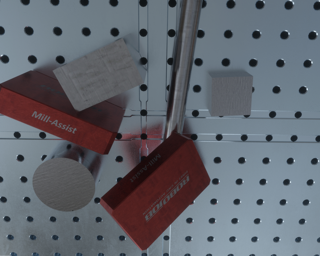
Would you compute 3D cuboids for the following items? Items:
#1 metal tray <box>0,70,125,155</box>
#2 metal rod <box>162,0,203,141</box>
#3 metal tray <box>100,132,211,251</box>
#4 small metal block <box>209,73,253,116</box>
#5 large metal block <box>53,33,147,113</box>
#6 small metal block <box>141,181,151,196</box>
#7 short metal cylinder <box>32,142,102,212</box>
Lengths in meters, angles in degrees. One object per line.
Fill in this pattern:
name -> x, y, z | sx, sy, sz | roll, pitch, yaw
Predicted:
metal tray -> -0.111, -0.022, 0.369 | 0.131, 0.090, 0.030 | 23, 109, -9
metal rod -> 0.021, -0.020, 0.406 | 0.025, 0.025, 0.298 | 6, 110, -3
metal tray -> 0.000, 0.079, 0.393 | 0.131, 0.030, 0.090 | -41, 128, -19
small metal block -> 0.090, -0.043, 0.398 | 0.050, 0.025, 0.050 | -2, 110, 0
large metal block -> -0.064, -0.067, 0.359 | 0.080, 0.080, 0.050 | -23, 109, 8
small metal block -> -0.026, 0.098, 0.436 | 0.025, 0.050, 0.050 | 5, 110, -2
short metal cylinder -> -0.124, 0.066, 0.423 | 0.081, 0.050, 0.079 | 0, 110, 0
